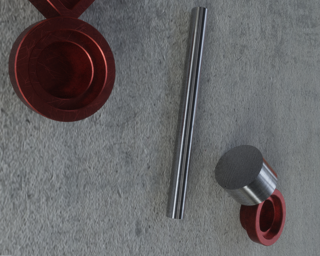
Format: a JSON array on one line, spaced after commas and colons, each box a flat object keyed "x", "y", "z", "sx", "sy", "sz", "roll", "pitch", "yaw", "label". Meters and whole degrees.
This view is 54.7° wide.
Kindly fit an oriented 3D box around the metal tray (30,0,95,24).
[{"x": -0.093, "y": -0.180, "z": 0.323, "sx": 0.090, "sy": 0.030, "sz": 0.130, "roll": 47, "pitch": 62, "yaw": -30, "label": "metal tray"}]

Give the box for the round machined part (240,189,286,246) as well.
[{"x": 0.178, "y": 0.153, "z": 0.547, "sx": 0.099, "sy": 0.042, "sz": 0.097, "roll": 0, "pitch": 90, "yaw": -40, "label": "round machined part"}]

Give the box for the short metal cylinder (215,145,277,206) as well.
[{"x": 0.134, "y": 0.073, "z": 0.484, "sx": 0.050, "sy": 0.080, "sz": 0.080, "roll": 45, "pitch": 63, "yaw": -31, "label": "short metal cylinder"}]

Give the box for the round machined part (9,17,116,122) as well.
[{"x": -0.097, "y": -0.057, "z": 0.306, "sx": 0.099, "sy": 0.042, "sz": 0.097, "roll": -11, "pitch": 107, "yaw": -38, "label": "round machined part"}]

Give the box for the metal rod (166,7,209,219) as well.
[{"x": 0.040, "y": -0.025, "z": 0.440, "sx": 0.025, "sy": 0.025, "sz": 0.298, "roll": 13, "pitch": 82, "yaw": -40, "label": "metal rod"}]
